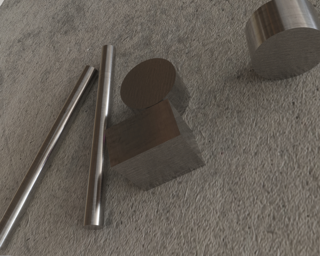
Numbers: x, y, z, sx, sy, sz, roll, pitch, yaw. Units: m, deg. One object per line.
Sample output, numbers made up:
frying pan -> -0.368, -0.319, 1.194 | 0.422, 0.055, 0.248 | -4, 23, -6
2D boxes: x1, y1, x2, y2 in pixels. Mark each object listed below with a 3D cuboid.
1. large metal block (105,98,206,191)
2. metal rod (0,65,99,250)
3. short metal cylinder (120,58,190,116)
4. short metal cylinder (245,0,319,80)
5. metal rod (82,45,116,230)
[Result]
large metal block -> -0.004, 0.023, 0.357 | 0.080, 0.080, 0.050 | -26, 53, 12
metal rod -> -0.169, 0.032, 0.473 | 0.025, 0.025, 0.300 | 9, 66, 32
short metal cylinder -> -0.006, -0.047, 0.420 | 0.080, 0.050, 0.080 | -13, 56, 21
short metal cylinder -> 0.143, -0.101, 0.356 | 0.080, 0.080, 0.050 | -14, 56, 20
metal rod -> -0.084, -0.007, 0.452 | 0.025, 0.025, 0.299 | -15, 56, 20
